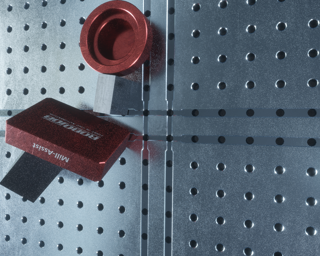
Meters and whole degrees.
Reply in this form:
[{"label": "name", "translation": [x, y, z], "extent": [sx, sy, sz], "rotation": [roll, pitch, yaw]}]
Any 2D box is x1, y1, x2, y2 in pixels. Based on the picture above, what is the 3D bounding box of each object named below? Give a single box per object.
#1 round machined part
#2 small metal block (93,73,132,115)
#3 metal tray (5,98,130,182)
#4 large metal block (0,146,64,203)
[{"label": "round machined part", "translation": [-0.055, -0.117, 0.421], "extent": [0.098, 0.042, 0.097], "rotation": [-1, 87, 19]}, {"label": "small metal block", "translation": [-0.063, -0.044, 0.422], "extent": [0.025, 0.050, 0.050], "rotation": [10, 94, 20]}, {"label": "metal tray", "translation": [-0.116, 0.010, 0.402], "extent": [0.131, 0.090, 0.030], "rotation": [22, 119, 6]}, {"label": "large metal block", "translation": [-0.166, 0.042, 0.434], "extent": [0.050, 0.080, 0.080], "rotation": [38, 104, -19]}]
